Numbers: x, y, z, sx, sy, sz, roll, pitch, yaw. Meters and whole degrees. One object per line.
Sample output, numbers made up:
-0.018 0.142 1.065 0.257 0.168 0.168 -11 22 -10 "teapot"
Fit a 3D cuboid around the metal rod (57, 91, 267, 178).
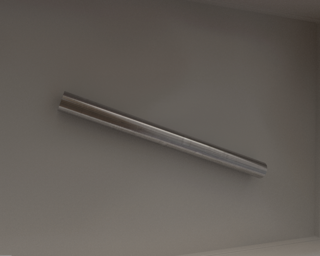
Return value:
0.017 0.016 0.415 0.302 0.025 0.025 20 84 -19 "metal rod"
